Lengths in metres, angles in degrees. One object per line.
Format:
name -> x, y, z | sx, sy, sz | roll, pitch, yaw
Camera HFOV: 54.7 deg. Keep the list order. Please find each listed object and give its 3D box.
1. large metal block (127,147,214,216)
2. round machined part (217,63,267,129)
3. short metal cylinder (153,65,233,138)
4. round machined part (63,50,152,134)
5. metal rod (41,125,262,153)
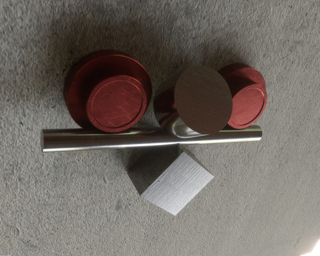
large metal block -> 0.015, 0.066, 0.439 | 0.080, 0.050, 0.080 | -46, 129, 4
round machined part -> 0.110, -0.037, 0.434 | 0.099, 0.042, 0.097 | -14, 124, -21
short metal cylinder -> 0.039, -0.029, 0.372 | 0.081, 0.050, 0.080 | 4, 81, -27
round machined part -> -0.053, -0.034, 0.346 | 0.099, 0.042, 0.097 | -14, 124, -21
metal rod -> 0.011, 0.011, 0.393 | 0.303, 0.025, 0.025 | -1, 119, -28
